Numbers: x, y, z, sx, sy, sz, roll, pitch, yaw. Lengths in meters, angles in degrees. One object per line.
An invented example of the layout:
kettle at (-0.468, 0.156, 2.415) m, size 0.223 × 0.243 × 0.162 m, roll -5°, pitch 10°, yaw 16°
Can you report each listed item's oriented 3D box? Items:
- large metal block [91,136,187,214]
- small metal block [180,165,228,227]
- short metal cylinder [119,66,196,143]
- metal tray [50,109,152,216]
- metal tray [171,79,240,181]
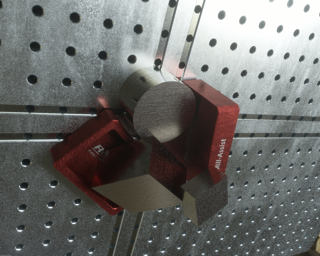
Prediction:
large metal block at (-0.022, 0.061, 0.382) m, size 0.080 × 0.050 × 0.080 m, roll -18°, pitch 136°, yaw 27°
small metal block at (0.054, 0.081, 0.371) m, size 0.050 × 0.025 × 0.050 m, roll -29°, pitch 130°, yaw -25°
short metal cylinder at (-0.004, -0.029, 0.377) m, size 0.081 × 0.050 × 0.079 m, roll -14°, pitch 125°, yaw -21°
metal tray at (-0.064, 0.049, 0.403) m, size 0.090 × 0.030 × 0.130 m, roll -37°, pitch 130°, yaw -4°
metal tray at (0.053, 0.012, 0.407) m, size 0.030 × 0.090 × 0.129 m, roll -9°, pitch 123°, yaw -24°
